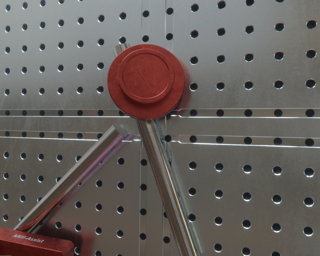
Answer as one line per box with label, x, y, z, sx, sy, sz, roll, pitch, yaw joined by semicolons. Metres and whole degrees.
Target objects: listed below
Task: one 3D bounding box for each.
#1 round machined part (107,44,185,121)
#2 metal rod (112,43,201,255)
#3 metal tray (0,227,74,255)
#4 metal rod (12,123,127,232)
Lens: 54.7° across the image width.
round machined part;-0.017;-0.060;0.391;0.099;0.042;0.097;0;82;-3
metal rod;-0.007;0.029;0.414;0.025;0.025;0.299;-21;83;18
metal tray;-0.196;0.205;0.460;0.131;0.030;0.089;7;100;10
metal rod;-0.159;0.104;0.466;0.299;0.025;0.025;-44;77;14
